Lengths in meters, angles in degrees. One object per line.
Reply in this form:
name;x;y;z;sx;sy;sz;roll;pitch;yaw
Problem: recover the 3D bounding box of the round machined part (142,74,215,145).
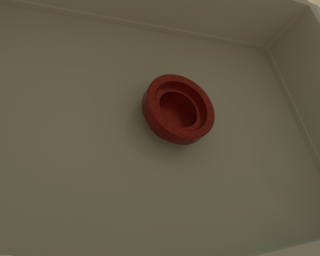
round machined part;0.021;-0.021;0.418;0.099;0.042;0.098;13;56;-21
